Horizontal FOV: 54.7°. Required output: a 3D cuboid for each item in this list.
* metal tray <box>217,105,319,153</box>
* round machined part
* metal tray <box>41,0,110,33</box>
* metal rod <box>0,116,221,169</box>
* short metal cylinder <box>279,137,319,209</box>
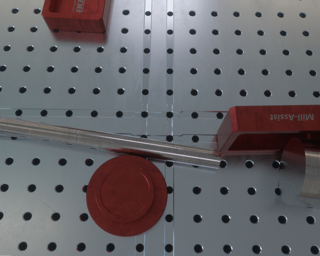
[{"bbox_3d":[0.143,0.004,0.377,0.131,0.090,0.030,-1,70,-1],"label":"metal tray"},{"bbox_3d":[-0.040,0.079,0.373,0.099,0.042,0.098,0,70,0],"label":"round machined part"},{"bbox_3d":[-0.125,-0.215,0.486,0.091,0.030,0.130,4,70,1],"label":"metal tray"},{"bbox_3d":[-0.073,0.018,0.404,0.302,0.025,0.025,9,70,3],"label":"metal rod"},{"bbox_3d":[0.179,0.054,0.364,0.050,0.080,0.080,8,70,3],"label":"short metal cylinder"}]
